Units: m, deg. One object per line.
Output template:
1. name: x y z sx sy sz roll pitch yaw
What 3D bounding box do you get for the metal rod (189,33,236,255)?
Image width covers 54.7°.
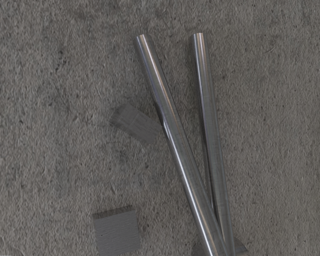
1. metal rod: 0.066 0.020 0.397 0.025 0.025 0.299 0 77 -20

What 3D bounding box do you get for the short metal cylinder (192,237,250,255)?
1. short metal cylinder: 0.083 0.190 0.411 0.050 0.080 0.079 -6 92 -20

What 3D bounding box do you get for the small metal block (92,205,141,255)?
1. small metal block: -0.055 0.130 0.389 0.050 0.025 0.050 -9 93 -20

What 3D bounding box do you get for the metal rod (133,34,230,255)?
1. metal rod: 0.024 0.024 0.371 0.025 0.025 0.299 -15 77 -20

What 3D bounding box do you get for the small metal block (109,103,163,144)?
1. small metal block: -0.032 -0.005 0.384 0.050 0.050 0.025 34 80 -17
